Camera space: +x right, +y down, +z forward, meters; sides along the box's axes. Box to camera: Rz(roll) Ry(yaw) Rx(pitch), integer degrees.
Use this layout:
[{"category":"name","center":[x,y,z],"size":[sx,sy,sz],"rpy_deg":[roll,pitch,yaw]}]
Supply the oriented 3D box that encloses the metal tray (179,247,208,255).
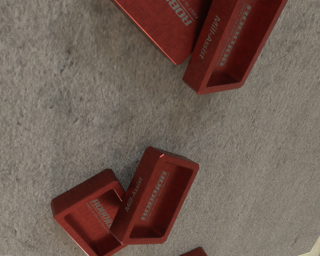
[{"category":"metal tray","center":[0.032,0.294,0.605],"size":[0.131,0.030,0.089],"rpy_deg":[-15,125,-20]}]

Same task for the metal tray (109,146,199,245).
[{"category":"metal tray","center":[-0.005,0.097,0.434],"size":[0.090,0.030,0.129],"rpy_deg":[22,93,-46]}]

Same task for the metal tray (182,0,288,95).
[{"category":"metal tray","center":[0.086,-0.104,0.357],"size":[0.091,0.030,0.129],"rpy_deg":[-14,137,-40]}]

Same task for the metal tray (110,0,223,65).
[{"category":"metal tray","center":[0.006,-0.140,0.321],"size":[0.090,0.030,0.130],"rpy_deg":[-47,130,5]}]

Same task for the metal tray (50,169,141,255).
[{"category":"metal tray","center":[-0.081,0.128,0.439],"size":[0.090,0.030,0.129],"rpy_deg":[-30,129,-10]}]
